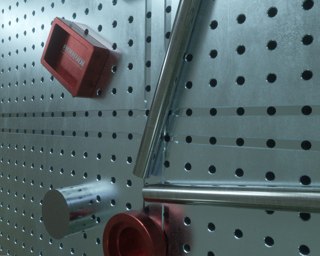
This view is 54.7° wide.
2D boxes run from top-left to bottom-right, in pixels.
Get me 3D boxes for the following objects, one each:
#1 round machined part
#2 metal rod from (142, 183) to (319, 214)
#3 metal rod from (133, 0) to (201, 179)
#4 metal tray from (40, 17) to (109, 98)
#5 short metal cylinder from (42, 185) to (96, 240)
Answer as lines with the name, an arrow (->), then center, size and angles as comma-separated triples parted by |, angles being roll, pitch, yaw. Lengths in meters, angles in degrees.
round machined part -> -0.030, 0.160, 0.421 | 0.098, 0.042, 0.097 | 0, 90, 39
metal rod -> 0.100, 0.073, 0.325 | 0.300, 0.025, 0.025 | -7, 86, 39
metal rod -> 0.014, -0.076, 0.395 | 0.025, 0.025, 0.298 | 25, 106, 37
metal tray -> -0.149, -0.120, 0.525 | 0.130, 0.030, 0.089 | 41, 114, 32
short metal cylinder -> -0.152, 0.138, 0.516 | 0.080, 0.050, 0.079 | 0, 90, 39
